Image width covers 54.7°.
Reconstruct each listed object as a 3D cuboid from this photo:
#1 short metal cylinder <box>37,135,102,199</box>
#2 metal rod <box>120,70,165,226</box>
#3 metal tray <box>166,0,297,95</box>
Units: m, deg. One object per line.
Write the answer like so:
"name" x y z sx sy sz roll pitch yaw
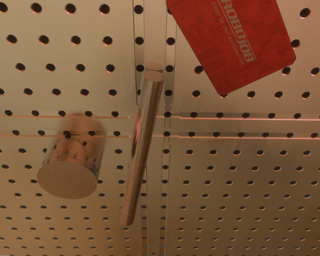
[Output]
"short metal cylinder" -0.127 0.057 0.442 0.081 0.050 0.079 -1 130 0
"metal rod" -0.033 0.051 0.454 0.025 0.025 0.298 7 130 -7
"metal tray" 0.075 -0.104 0.321 0.090 0.030 0.130 -25 126 19
